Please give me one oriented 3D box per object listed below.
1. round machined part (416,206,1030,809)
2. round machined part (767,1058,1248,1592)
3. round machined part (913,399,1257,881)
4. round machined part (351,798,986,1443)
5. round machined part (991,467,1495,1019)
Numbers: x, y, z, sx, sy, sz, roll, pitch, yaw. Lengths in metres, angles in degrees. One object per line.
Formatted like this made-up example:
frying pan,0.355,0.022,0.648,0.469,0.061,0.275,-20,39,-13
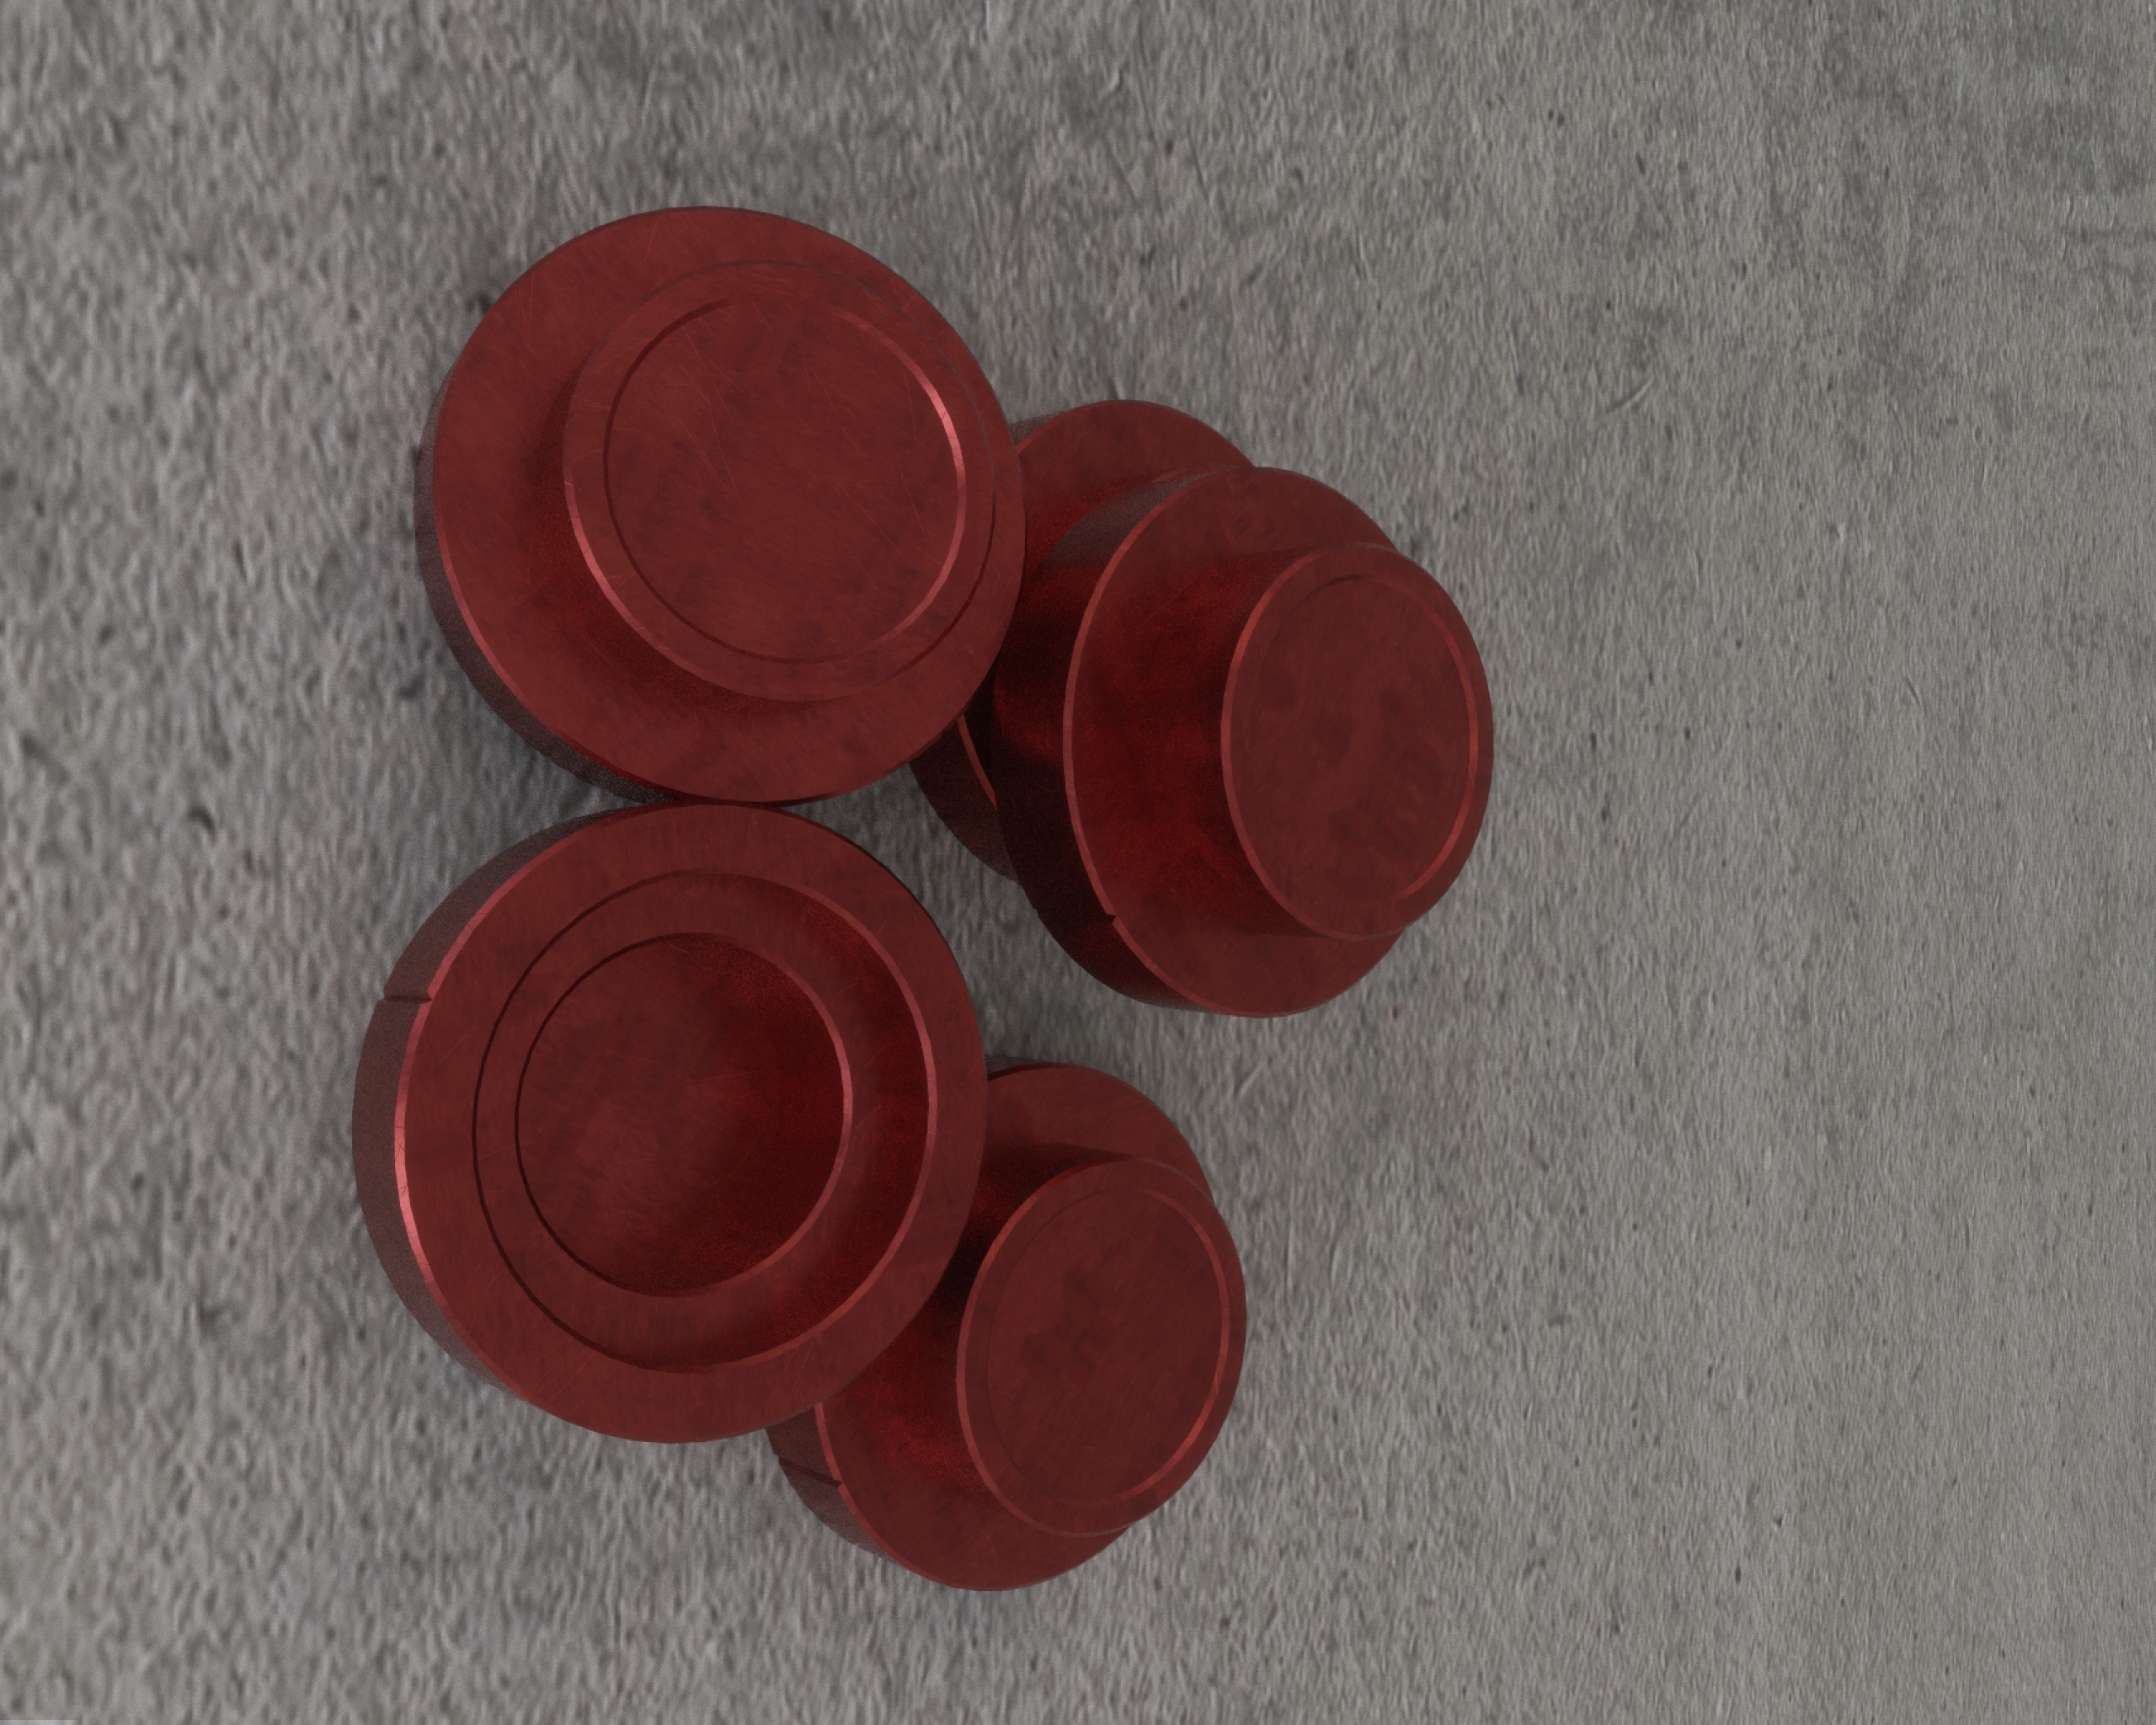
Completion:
round machined part,-0.052,-0.057,0.335,0.099,0.042,0.097,1,87,-26
round machined part,-0.007,0.086,0.388,0.099,0.042,0.097,0,90,-40
round machined part,0.015,-0.041,0.406,0.099,0.042,0.097,0,90,-40
round machined part,-0.067,0.040,0.334,0.099,0.042,0.097,2,87,-36
round machined part,0.036,-0.021,0.368,0.099,0.042,0.097,-2,92,-40
